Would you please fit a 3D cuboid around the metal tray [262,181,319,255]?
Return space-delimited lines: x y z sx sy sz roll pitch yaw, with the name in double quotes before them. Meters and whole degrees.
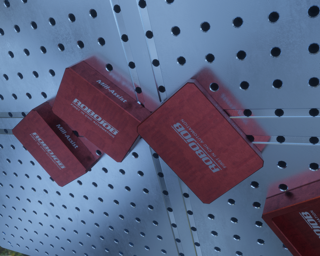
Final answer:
"metal tray" 0.202 0.132 0.383 0.090 0.030 0.130 -34 99 38

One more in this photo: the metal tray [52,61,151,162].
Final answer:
"metal tray" -0.084 -0.021 0.440 0.130 0.030 0.089 37 129 3

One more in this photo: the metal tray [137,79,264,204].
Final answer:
"metal tray" 0.048 0.017 0.375 0.090 0.030 0.130 -41 96 19

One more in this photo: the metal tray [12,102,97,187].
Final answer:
"metal tray" -0.179 0.031 0.523 0.090 0.030 0.130 -31 102 38
